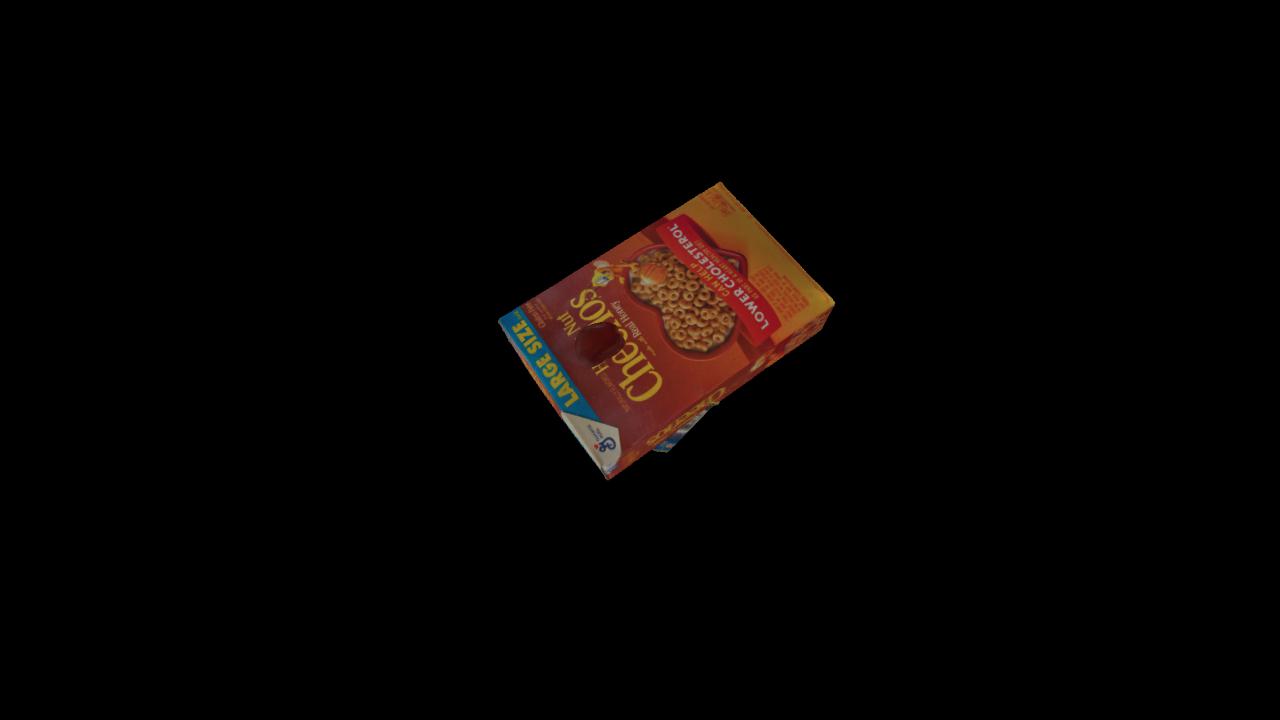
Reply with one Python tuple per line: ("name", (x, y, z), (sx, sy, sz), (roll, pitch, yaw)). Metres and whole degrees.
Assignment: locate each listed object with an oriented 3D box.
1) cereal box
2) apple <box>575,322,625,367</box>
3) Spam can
("cereal box", (0.028, -0.039, 0.680), (0.306, 0.203, 0.081), (-33, -20, -11))
("apple", (-0.049, -0.001, 0.662), (0.093, 0.079, 0.079), (-37, -17, 23))
("Spam can", (0.025, 0.041, 0.693), (0.058, 0.085, 0.101), (15, 32, -53))
